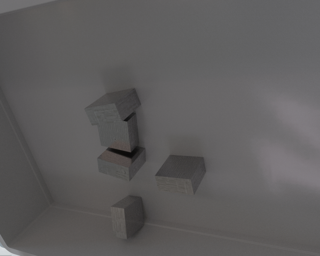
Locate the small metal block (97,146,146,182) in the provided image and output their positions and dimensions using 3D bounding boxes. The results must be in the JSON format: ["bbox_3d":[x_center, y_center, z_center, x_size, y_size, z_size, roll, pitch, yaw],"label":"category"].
[{"bbox_3d":[-0.055,0.046,0.450,0.050,0.050,0.025,14,124,20],"label":"small metal block"}]

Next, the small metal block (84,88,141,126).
[{"bbox_3d":[-0.061,-0.028,0.407,0.050,0.050,0.025,-7,115,31],"label":"small metal block"}]

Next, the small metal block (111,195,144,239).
[{"bbox_3d":[-0.052,0.142,0.499,0.025,0.050,0.050,0,99,28],"label":"small metal block"}]

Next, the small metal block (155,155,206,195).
[{"bbox_3d":[0.029,0.062,0.416,0.050,0.050,0.025,1,119,27],"label":"small metal block"}]

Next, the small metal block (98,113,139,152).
[{"bbox_3d":[-0.060,0.003,0.442,0.050,0.025,0.050,10,123,22],"label":"small metal block"}]
